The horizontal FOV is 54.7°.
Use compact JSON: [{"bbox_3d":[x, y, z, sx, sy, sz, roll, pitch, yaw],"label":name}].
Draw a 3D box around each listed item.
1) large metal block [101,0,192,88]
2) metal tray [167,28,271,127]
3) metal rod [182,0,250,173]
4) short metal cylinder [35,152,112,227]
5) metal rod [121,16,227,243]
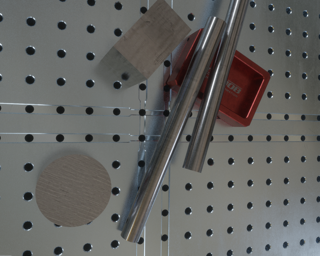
[{"bbox_3d":[-0.020,-0.099,0.377,0.050,0.080,0.080,43,76,-15],"label":"large metal block"},{"bbox_3d":[0.087,-0.069,0.443,0.131,0.030,0.090,29,80,-18],"label":"metal tray"},{"bbox_3d":[0.083,-0.088,0.412,0.025,0.025,0.299,19,84,-20],"label":"metal rod"},{"bbox_3d":[-0.102,0.068,0.362,0.081,0.050,0.079,0,90,-21],"label":"short metal cylinder"},{"bbox_3d":[0.017,0.003,0.396,0.025,0.025,0.299,21,92,-19],"label":"metal rod"}]
